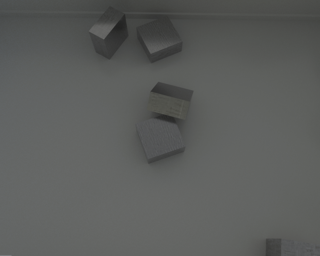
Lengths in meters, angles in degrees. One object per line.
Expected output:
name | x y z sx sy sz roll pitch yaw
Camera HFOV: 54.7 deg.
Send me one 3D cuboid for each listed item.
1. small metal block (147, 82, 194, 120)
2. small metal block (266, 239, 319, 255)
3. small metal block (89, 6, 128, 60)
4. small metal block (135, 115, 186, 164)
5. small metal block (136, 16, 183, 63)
small metal block | 0.015 -0.037 0.408 0.050 0.050 0.025 15 114 5
small metal block | 0.152 0.141 0.346 0.050 0.050 0.025 8 71 3
small metal block | -0.072 -0.136 0.445 0.025 0.050 0.050 30 73 10
small metal block | 0.000 0.013 0.405 0.050 0.025 0.050 -18 71 -7
small metal block | -0.001 -0.131 0.457 0.050 0.025 0.050 -24 72 -9
